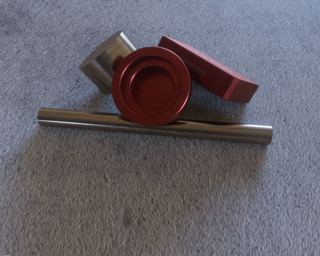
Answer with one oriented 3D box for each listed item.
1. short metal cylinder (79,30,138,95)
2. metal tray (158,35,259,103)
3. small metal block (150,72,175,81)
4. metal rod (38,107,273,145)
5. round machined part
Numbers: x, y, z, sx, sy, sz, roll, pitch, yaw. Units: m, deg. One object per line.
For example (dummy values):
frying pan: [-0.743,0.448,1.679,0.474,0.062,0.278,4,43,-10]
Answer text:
short metal cylinder: [-0.068,-0.093,0.441,0.080,0.050,0.080,-33,26,19]
metal tray: [0.066,-0.082,0.438,0.130,0.030,0.091,38,21,27]
small metal block: [-0.001,-0.066,0.442,0.050,0.050,0.025,19,53,15]
metal rod: [-0.009,-0.003,0.407,0.302,0.025,0.025,5,50,4]
round machined part: [-0.008,-0.050,0.395,0.098,0.042,0.097,-1,85,12]
